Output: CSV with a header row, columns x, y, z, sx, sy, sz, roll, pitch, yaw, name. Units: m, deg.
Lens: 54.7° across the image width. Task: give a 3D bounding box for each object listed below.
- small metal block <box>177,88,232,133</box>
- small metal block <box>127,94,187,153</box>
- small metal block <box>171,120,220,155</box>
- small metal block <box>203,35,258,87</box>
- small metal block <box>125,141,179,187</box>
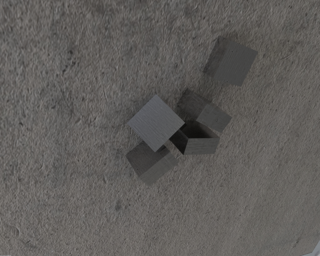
x,y,z,sx,sy,sz,roll,pitch,yaw,name
0.058,-0.023,0.408,0.050,0.050,0.025,23,106,-37,small metal block
-0.003,-0.005,0.383,0.050,0.050,0.025,-45,169,3,small metal block
0.045,0.012,0.422,0.050,0.050,0.025,0,118,-29,small metal block
0.092,-0.086,0.403,0.050,0.025,0.050,10,114,-33,small metal block
-0.011,0.041,0.409,0.050,0.050,0.025,-39,130,-2,small metal block
